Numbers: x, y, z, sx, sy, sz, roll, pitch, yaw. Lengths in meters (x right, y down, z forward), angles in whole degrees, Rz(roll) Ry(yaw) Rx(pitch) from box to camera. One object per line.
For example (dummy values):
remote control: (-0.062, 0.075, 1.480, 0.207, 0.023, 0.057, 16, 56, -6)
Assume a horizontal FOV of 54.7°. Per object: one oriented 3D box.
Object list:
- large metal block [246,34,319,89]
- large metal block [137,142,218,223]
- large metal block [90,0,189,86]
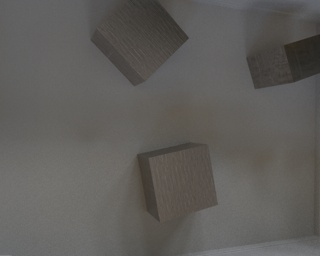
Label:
large metal block: (0.188, -0.096, 0.450, 0.081, 0.080, 0.050, -20, 97, -19)
large metal block: (0.022, 0.067, 0.405, 0.081, 0.050, 0.080, -11, 94, -20)
large metal block: (-0.026, -0.111, 0.387, 0.080, 0.050, 0.080, 46, 76, -14)
